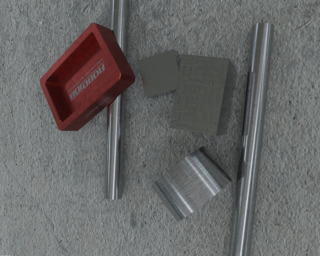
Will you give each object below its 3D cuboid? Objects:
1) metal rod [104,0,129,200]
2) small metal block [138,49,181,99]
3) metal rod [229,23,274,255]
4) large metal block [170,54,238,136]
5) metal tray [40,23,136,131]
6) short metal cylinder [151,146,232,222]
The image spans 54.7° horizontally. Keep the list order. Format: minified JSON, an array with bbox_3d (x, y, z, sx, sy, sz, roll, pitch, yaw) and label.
[{"bbox_3d":[-0.060,-0.052,0.428,0.025,0.025,0.298,2,91,19],"label":"metal rod"},{"bbox_3d":[0.004,-0.070,0.407,0.050,0.025,0.050,-13,86,19],"label":"small metal block"},{"bbox_3d":[0.108,0.028,0.370,0.025,0.025,0.298,6,92,19],"label":"metal rod"},{"bbox_3d":[0.054,-0.035,0.360,0.050,0.080,0.079,10,94,19],"label":"large metal block"},{"bbox_3d":[-0.103,-0.065,0.422,0.130,0.030,0.090,-36,71,27],"label":"metal tray"},{"bbox_3d":[0.037,0.065,0.366,0.080,0.080,0.050,-41,78,15],"label":"short metal cylinder"}]
